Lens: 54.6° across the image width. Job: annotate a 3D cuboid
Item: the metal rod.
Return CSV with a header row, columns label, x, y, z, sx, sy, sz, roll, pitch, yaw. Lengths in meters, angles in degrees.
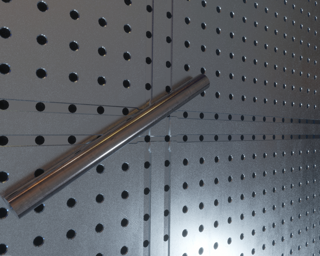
label,x,y,z,sx,sy,sz,roll,pitch,yaw
metal rod,-0.038,0.003,0.376,0.302,0.025,0.025,-35,112,-34
